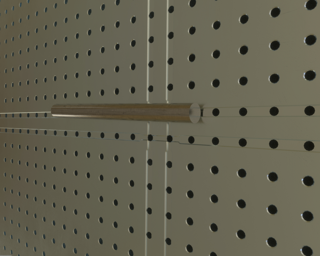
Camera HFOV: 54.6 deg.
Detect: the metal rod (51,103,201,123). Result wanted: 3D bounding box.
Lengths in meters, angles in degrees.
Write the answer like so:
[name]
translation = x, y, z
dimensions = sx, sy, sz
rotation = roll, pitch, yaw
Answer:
[metal rod]
translation = -0.073, -0.025, 0.470
dimensions = 0.300, 0.025, 0.025
rotation = 3, 92, 40
